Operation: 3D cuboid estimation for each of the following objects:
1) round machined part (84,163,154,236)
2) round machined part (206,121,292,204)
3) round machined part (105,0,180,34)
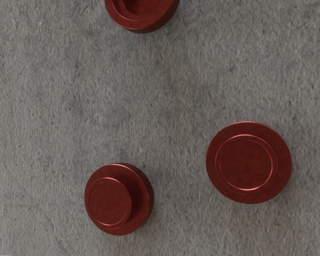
[{"bbox_3d":[-0.061,0.098,0.420,0.098,0.042,0.097,0,90,19],"label":"round machined part"},{"bbox_3d":[0.102,0.041,0.364,0.098,0.042,0.097,0,90,19],"label":"round machined part"},{"bbox_3d":[-0.020,-0.172,0.406,0.098,0.042,0.097,0,90,19],"label":"round machined part"}]
